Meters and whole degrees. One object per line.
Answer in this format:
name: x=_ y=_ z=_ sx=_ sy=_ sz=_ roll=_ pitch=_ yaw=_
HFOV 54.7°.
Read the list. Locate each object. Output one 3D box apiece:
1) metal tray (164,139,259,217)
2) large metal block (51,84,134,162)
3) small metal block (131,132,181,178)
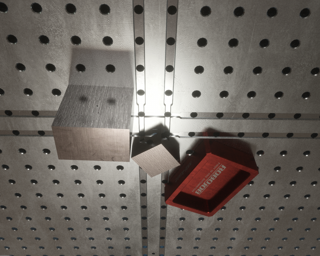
metal tray: x=0.075 y=0.082 z=0.479 sx=0.091 sy=0.030 sz=0.129 roll=21 pitch=127 yaw=-18
large metal block: x=-0.074 y=-0.007 z=0.368 sx=0.081 sy=0.080 sz=0.050 roll=3 pitch=130 yaw=-3
small metal block: x=-0.006 y=0.039 z=0.445 sx=0.050 sy=0.025 sz=0.050 roll=-27 pitch=126 yaw=20
